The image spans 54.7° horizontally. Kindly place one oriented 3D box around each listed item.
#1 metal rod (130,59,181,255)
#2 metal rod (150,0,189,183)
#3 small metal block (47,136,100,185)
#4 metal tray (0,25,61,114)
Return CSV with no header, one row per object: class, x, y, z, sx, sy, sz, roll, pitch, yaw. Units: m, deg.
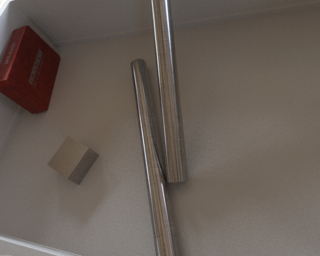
metal rod,-0.011,0.023,0.396,0.025,0.025,0.299,-21,54,15
metal rod,0.007,-0.086,0.375,0.025,0.025,0.298,-8,83,24
small metal block,-0.123,0.045,0.441,0.050,0.025,0.050,23,74,36
metal tray,-0.227,-0.101,0.542,0.030,0.090,0.130,-12,57,22
